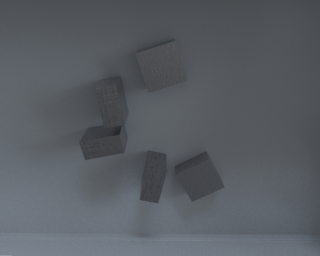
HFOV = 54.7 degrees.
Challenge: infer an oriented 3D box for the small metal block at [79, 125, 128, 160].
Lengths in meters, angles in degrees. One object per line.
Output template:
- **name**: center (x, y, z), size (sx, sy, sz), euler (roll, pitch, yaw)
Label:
- **small metal block**: center (-0.071, 0.015, 0.403), size (0.050, 0.050, 0.025), euler (-11, 110, 3)

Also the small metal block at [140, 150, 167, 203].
- **small metal block**: center (-0.009, 0.066, 0.422), size (0.025, 0.050, 0.050), euler (12, 110, -5)

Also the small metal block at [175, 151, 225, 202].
- **small metal block**: center (0.056, 0.069, 0.438), size (0.050, 0.025, 0.050), euler (-27, 108, 9)

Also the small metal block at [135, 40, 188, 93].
- **small metal block**: center (0.002, -0.077, 0.383), size (0.050, 0.025, 0.050), euler (-17, 110, 5)

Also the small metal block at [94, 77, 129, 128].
- **small metal block**: center (-0.058, -0.033, 0.385), size (0.025, 0.050, 0.050), euler (-9, 110, 3)
